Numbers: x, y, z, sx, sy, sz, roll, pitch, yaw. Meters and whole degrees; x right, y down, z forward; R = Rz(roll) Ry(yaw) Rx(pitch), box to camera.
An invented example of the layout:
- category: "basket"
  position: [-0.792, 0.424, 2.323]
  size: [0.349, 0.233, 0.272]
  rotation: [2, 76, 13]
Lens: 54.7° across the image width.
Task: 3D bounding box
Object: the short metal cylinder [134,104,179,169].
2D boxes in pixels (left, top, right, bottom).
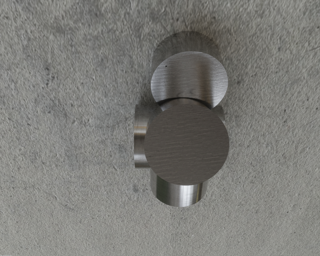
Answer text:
- category: "short metal cylinder"
  position: [-0.004, 0.010, 0.382]
  size: [0.050, 0.080, 0.079]
  rotation: [0, 130, -1]

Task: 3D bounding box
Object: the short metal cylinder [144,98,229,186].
- category: "short metal cylinder"
  position: [0.025, 0.012, 0.316]
  size: [0.081, 0.050, 0.079]
  rotation: [0, 102, -1]

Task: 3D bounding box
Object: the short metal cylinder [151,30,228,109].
- category: "short metal cylinder"
  position: [0.031, -0.060, 0.343]
  size: [0.081, 0.050, 0.079]
  rotation: [0, 130, 0]

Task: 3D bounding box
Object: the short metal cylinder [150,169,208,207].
- category: "short metal cylinder"
  position: [0.027, 0.060, 0.425]
  size: [0.081, 0.080, 0.050]
  rotation: [0, 130, -1]

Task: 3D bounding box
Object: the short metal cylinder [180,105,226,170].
- category: "short metal cylinder"
  position: [0.048, 0.011, 0.382]
  size: [0.050, 0.080, 0.079]
  rotation: [1, 130, 0]
